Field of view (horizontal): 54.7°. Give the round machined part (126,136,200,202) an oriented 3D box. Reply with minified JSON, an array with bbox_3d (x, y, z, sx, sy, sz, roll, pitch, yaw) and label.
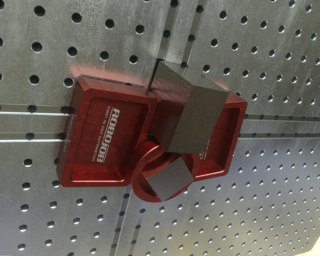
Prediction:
[{"bbox_3d":[0.001,0.048,0.414,0.099,0.042,0.097,-14,124,-21],"label":"round machined part"}]

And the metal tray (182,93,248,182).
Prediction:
[{"bbox_3d":[0.068,0.016,0.450,0.091,0.030,0.129,-6,121,-25],"label":"metal tray"}]

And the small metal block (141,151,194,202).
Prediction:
[{"bbox_3d":[0.009,0.058,0.393,0.050,0.025,0.050,-34,129,-6],"label":"small metal block"}]

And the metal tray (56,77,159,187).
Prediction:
[{"bbox_3d":[-0.065,0.011,0.374,0.091,0.030,0.129,6,115,-31],"label":"metal tray"}]

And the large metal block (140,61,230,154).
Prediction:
[{"bbox_3d":[0.025,-0.025,0.369,0.050,0.080,0.079,6,115,-31],"label":"large metal block"}]
